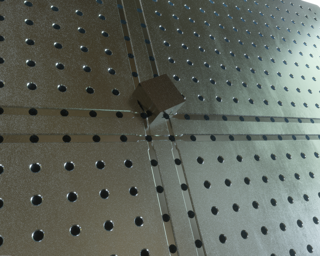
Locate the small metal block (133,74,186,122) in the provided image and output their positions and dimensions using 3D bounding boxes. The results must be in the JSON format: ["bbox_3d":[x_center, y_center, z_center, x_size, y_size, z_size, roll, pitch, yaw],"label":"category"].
[{"bbox_3d":[-0.001,-0.043,0.434,0.050,0.025,0.050,-26,76,-37],"label":"small metal block"}]
